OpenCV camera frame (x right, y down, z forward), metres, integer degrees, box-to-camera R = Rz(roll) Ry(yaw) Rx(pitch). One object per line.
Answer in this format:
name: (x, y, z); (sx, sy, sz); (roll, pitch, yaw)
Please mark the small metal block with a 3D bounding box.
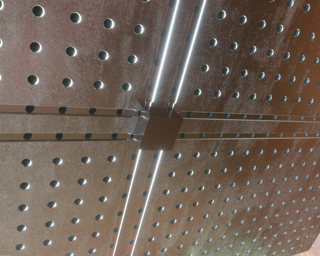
small metal block: (-0.003, 0.002, 0.412); (0.050, 0.025, 0.050); (5, 116, -31)
